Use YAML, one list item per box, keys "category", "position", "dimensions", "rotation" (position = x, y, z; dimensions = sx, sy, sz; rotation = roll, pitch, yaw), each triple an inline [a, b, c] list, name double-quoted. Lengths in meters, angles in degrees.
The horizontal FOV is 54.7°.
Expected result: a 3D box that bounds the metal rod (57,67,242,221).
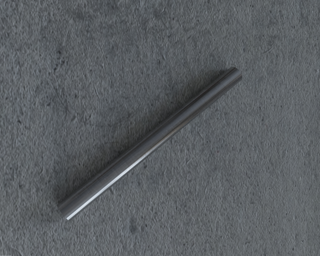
- category: "metal rod"
  position: [-0.002, 0.011, 0.411]
  dimensions: [0.301, 0.025, 0.025]
  rotation: [-39, 103, -16]
